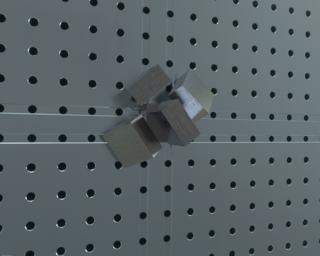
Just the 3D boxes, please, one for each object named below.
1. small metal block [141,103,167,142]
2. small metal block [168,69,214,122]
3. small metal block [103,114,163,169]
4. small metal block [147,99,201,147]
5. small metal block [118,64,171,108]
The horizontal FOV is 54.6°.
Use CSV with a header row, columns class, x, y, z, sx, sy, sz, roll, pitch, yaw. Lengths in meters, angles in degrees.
class,x,y,z,sx,sy,sz,roll,pitch,yaw
small metal block,0.002,-0.006,0.413,0.050,0.025,0.050,1,90,-21
small metal block,0.043,-0.044,0.414,0.050,0.025,0.050,44,36,-15
small metal block,-0.034,0.017,0.384,0.050,0.050,0.025,58,36,-11
small metal block,0.016,-0.006,0.378,0.025,0.050,0.050,-38,103,-17
small metal block,-0.021,-0.051,0.391,0.050,0.050,0.025,-43,104,-15
